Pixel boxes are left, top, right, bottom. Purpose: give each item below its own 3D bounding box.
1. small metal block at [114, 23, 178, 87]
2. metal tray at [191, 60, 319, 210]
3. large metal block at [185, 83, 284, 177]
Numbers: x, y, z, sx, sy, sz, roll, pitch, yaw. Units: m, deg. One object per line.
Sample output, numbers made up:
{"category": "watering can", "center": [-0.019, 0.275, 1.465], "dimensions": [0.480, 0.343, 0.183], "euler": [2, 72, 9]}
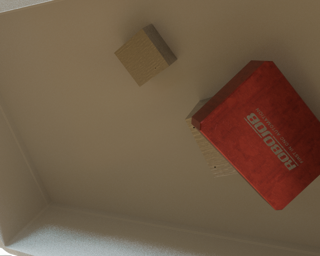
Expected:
{"category": "small metal block", "center": [-0.017, -0.085, 0.364], "dimensions": [0.050, 0.025, 0.050], "euler": [-29, 103, 37]}
{"category": "metal tray", "center": [0.107, 0.009, 0.309], "dimensions": [0.090, 0.030, 0.130], "euler": [-44, 107, 2]}
{"category": "large metal block", "center": [0.088, 0.003, 0.348], "dimensions": [0.080, 0.050, 0.080], "euler": [-16, 110, 34]}
